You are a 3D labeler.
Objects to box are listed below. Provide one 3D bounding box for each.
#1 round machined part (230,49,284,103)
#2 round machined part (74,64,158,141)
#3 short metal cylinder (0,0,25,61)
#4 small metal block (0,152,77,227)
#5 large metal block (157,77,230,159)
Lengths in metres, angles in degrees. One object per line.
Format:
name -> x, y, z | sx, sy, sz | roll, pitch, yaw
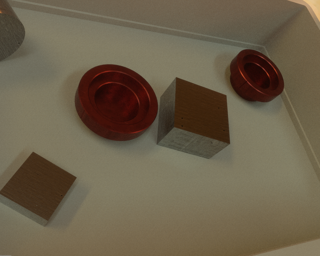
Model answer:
round machined part -> 0.161, -0.085, 0.536 | 0.099, 0.042, 0.098 | 14, 56, -21
round machined part -> -0.056, -0.027, 0.382 | 0.099, 0.042, 0.098 | 14, 56, -21
short metal cylinder -> -0.197, -0.112, 0.333 | 0.081, 0.080, 0.050 | -26, 77, -37
small metal block -> -0.120, 0.060, 0.305 | 0.050, 0.025, 0.050 | 33, 51, -7
large metal block -> 0.045, -0.012, 0.423 | 0.081, 0.050, 0.080 | 17, 55, -19
